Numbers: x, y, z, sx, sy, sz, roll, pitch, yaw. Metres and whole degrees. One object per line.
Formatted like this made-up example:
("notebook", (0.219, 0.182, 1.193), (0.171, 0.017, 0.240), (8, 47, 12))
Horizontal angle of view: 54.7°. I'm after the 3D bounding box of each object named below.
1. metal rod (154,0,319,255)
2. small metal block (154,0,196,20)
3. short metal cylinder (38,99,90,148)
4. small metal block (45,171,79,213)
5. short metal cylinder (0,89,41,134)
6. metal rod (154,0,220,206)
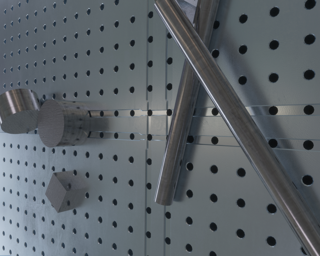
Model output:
("metal rod", (0.077, -0.012, 0.315), (0.025, 0.025, 0.299), (-37, 77, 34))
("small metal block", (0.015, -0.162, 0.380), (0.025, 0.050, 0.050), (-39, 66, 33))
("short metal cylinder", (-0.165, -0.008, 0.529), (0.080, 0.050, 0.079), (0, 90, 40))
("small metal block", (-0.176, 0.114, 0.555), (0.050, 0.025, 0.050), (40, 114, 32))
("short metal cylinder", (-0.268, -0.031, 0.595), (0.080, 0.081, 0.050), (-42, 65, 32))
("metal rod", (0.035, -0.048, 0.380), (0.025, 0.025, 0.298), (20, 103, 38))
